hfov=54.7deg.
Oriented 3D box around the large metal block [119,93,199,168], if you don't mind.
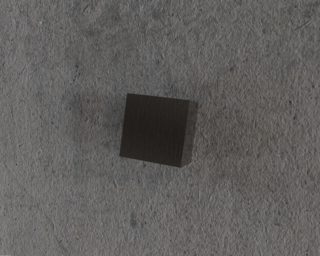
[{"bbox_3d":[0.000,0.001,0.396,0.080,0.050,0.079,8,93,19],"label":"large metal block"}]
